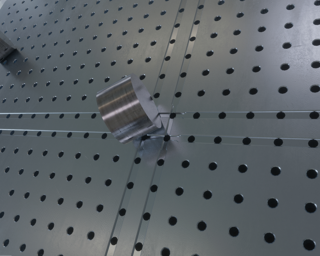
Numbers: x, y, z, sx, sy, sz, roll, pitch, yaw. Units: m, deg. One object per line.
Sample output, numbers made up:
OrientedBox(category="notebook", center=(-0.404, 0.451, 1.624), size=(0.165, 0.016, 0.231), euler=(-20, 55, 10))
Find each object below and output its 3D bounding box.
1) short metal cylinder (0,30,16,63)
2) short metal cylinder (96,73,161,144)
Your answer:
OrientedBox(category="short metal cylinder", center=(-0.370, -0.189, 0.683), size=(0.050, 0.080, 0.080), euler=(-42, 51, -1))
OrientedBox(category="short metal cylinder", center=(-0.039, -0.025, 0.409), size=(0.050, 0.080, 0.080), euler=(-26, 53, 12))
